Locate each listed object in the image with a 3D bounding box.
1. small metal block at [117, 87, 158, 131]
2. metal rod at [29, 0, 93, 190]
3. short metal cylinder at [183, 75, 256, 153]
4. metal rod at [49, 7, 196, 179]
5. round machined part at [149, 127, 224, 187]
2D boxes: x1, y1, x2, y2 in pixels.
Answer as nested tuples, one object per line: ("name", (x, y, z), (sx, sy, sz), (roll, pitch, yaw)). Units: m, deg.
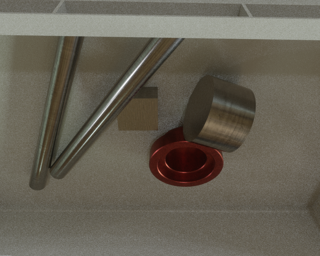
("small metal block", (-0.028, -0.024, 0.389), (0.050, 0.025, 0.050), (0, 130, 0))
("metal rod", (-0.134, -0.019, 0.390), (0.025, 0.025, 0.298), (17, 128, -14))
("short metal cylinder", (0.066, -0.016, 0.361), (0.050, 0.080, 0.079), (16, 128, -14))
("metal rod", (-0.064, -0.017, 0.363), (0.025, 0.025, 0.299), (28, 132, -22))
("round machined part", (0.035, 0.036, 0.426), (0.099, 0.042, 0.097), (1, 135, 1))
